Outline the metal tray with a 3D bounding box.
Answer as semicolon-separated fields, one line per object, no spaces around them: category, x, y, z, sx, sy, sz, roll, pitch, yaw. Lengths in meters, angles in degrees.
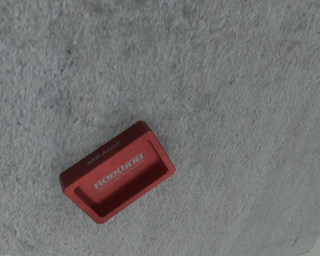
metal tray;-0.053;0.061;0.413;0.130;0.030;0.090;-35;129;-6
